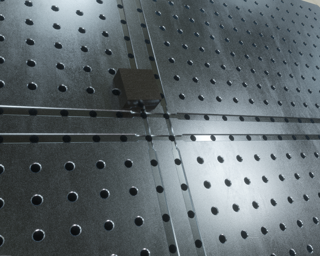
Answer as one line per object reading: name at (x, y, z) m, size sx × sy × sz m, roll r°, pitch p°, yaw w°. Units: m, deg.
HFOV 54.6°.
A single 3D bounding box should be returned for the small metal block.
small metal block at (-0.031, -0.053, 0.423) m, size 0.050 × 0.025 × 0.050 m, roll -4°, pitch 64°, yaw -30°
